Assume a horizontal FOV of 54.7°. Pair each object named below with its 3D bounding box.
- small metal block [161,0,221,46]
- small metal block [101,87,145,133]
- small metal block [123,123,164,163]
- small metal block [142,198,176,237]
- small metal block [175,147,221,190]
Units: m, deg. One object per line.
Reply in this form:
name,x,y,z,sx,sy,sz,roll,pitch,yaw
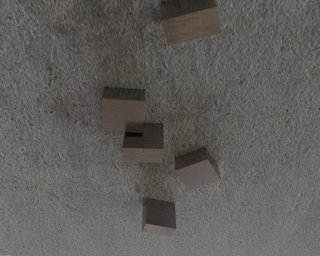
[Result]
small metal block,0.029,-0.108,0.299,0.050,0.050,0.025,-11,129,9
small metal block,-0.045,-0.022,0.388,0.050,0.025,0.050,3,130,-3
small metal block,-0.021,0.018,0.406,0.050,0.050,0.025,2,130,-2
small metal block,-0.002,0.149,0.517,0.050,0.050,0.025,14,129,-12
small metal block,0.056,0.061,0.459,0.050,0.025,0.050,-23,127,18
